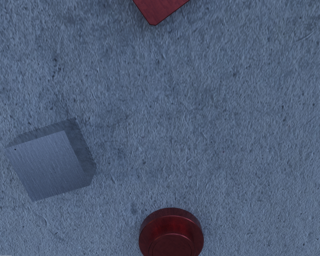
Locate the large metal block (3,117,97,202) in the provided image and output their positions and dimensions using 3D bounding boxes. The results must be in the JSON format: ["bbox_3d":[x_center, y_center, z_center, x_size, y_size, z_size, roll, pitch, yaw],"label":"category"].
[{"bbox_3d":[-0.140,0.041,0.410,0.080,0.050,0.080,-17,110,6],"label":"large metal block"}]

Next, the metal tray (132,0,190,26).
[{"bbox_3d":[0.018,-0.187,0.338,0.130,0.030,0.090,-34,107,11],"label":"metal tray"}]

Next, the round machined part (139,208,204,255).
[{"bbox_3d":[0.017,0.173,0.465,0.099,0.042,0.097,0,110,-1],"label":"round machined part"}]
